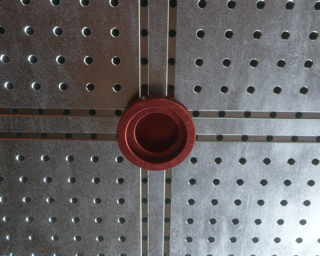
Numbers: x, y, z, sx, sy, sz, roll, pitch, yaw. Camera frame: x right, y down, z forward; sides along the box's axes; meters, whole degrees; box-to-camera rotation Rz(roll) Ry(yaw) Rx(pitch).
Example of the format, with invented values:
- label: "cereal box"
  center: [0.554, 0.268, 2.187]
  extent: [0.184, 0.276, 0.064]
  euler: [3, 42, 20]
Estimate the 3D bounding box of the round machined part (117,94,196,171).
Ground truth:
- label: "round machined part"
  center: [-0.005, 0.003, 0.405]
  extent: [0.099, 0.042, 0.097]
  euler: [0, 110, 0]
